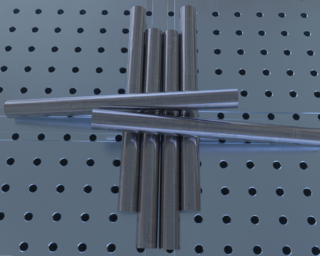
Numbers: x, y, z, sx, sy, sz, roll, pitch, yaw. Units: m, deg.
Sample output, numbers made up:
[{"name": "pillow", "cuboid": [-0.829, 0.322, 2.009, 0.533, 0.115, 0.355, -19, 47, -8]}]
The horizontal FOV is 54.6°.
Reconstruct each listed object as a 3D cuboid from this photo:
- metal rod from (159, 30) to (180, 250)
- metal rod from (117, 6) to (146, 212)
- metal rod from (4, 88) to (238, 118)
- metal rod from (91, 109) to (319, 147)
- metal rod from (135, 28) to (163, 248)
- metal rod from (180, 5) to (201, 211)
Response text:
[{"name": "metal rod", "cuboid": [0.014, 0.001, 0.412, 0.025, 0.025, 0.299, 1, 70, 0]}, {"name": "metal rod", "cuboid": [-0.036, -0.039, 0.425, 0.025, 0.025, 0.299, 1, 70, 0]}, {"name": "metal rod", "cuboid": [-0.055, -0.031, 0.398, 0.301, 0.025, 0.025, -2, 70, 9]}, {"name": "metal rod", "cuboid": [0.069, 0.002, 0.390, 0.302, 0.025, 0.025, 5, 70, -8]}, {"name": "metal rod", "cuboid": [-0.012, -0.001, 0.411, 0.025, 0.025, 0.299, 1, 70, 0]}, {"name": "metal rod", "cuboid": [0.040, -0.040, 0.426, 0.025, 0.025, 0.299, 1, 70, 0]}]
